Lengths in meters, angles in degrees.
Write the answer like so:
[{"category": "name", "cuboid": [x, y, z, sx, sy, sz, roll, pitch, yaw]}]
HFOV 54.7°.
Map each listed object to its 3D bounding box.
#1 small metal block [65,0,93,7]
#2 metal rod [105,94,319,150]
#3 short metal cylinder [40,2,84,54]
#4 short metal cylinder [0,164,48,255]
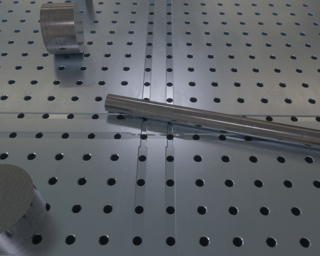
[{"category": "small metal block", "cuboid": [-0.169, -0.280, 0.625, 0.050, 0.050, 0.025, 18, 52, 14]}, {"category": "metal rod", "cuboid": [0.073, -0.009, 0.415, 0.301, 0.025, 0.025, 10, 51, 8]}, {"category": "short metal cylinder", "cuboid": [-0.157, -0.162, 0.507, 0.050, 0.080, 0.080, -3, 50, -3]}, {"category": "short metal cylinder", "cuboid": [-0.164, 0.084, 0.319, 0.081, 0.050, 0.080, 0, 50, 0]}]
